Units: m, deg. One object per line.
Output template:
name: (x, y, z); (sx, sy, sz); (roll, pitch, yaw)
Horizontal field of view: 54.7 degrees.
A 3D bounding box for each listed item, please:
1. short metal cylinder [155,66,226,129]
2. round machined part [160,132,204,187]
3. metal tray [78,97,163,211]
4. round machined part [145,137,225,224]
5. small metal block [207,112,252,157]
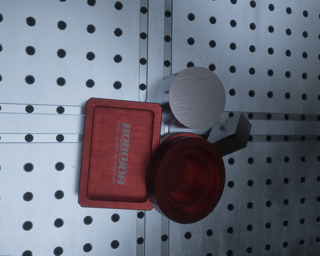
short metal cylinder: (0.040, -0.038, 0.415); (0.081, 0.050, 0.079); (0, 90, -21)
round machined part: (0.035, 0.054, 0.416); (0.099, 0.042, 0.097); (0, 90, -21)
metal tray: (-0.048, 0.032, 0.381); (0.091, 0.030, 0.129); (5, 88, -6)
round machined part: (0.026, 0.058, 0.363); (0.099, 0.042, 0.097); (-1, 93, -31)
small metal block: (0.094, 0.011, 0.425); (0.025, 0.050, 0.050); (49, 40, -14)
